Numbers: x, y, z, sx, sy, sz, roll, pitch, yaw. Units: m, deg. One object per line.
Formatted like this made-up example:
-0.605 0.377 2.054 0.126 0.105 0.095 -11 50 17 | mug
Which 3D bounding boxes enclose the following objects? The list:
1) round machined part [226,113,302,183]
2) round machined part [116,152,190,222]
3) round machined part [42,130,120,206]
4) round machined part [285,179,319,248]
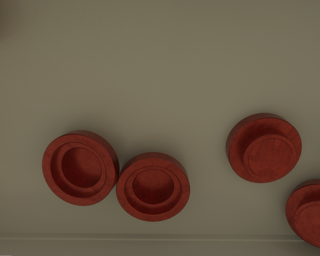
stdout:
0.141 0.032 0.415 0.099 0.042 0.097 0 110 0 | round machined part
-0.009 0.077 0.430 0.099 0.042 0.097 0 110 0 | round machined part
-0.101 0.050 0.412 0.098 0.042 0.097 2 103 10 | round machined part
0.223 0.123 0.425 0.098 0.042 0.097 10 108 32 | round machined part
